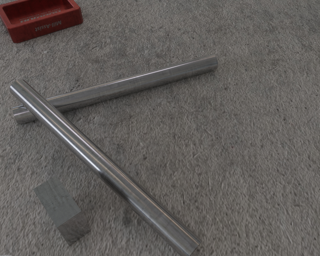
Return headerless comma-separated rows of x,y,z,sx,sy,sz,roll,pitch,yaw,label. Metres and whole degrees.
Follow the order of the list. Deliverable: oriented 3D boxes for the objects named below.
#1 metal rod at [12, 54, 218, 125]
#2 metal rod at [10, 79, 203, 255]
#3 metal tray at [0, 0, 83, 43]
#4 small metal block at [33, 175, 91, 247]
-0.054,-0.060,0.453,0.302,0.025,0.025,-18,52,-15,metal rod
-0.077,0.033,0.356,0.300,0.025,0.025,38,60,21,metal rod
-0.222,-0.210,0.574,0.131,0.030,0.090,-26,55,-20,metal tray
-0.099,0.085,0.315,0.025,0.050,0.050,-32,57,-24,small metal block
